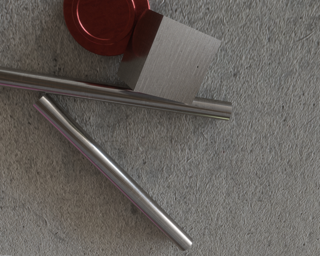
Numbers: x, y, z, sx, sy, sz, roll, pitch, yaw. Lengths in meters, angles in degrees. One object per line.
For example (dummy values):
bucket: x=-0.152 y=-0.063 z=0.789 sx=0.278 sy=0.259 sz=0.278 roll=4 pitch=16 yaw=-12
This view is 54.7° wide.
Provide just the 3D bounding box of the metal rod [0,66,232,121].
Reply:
metal rod: x=-0.059 y=-0.044 z=0.392 sx=0.302 sy=0.025 sz=0.025 roll=8 pitch=110 yaw=-4

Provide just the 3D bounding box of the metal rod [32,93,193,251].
metal rod: x=-0.056 y=0.071 z=0.435 sx=0.025 sy=0.025 sz=0.300 roll=-38 pitch=106 yaw=12

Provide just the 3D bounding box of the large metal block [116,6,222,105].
large metal block: x=0.009 y=-0.079 z=0.350 sx=0.081 sy=0.050 sz=0.079 roll=10 pitch=113 yaw=-36

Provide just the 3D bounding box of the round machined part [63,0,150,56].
round machined part: x=-0.061 y=-0.131 z=0.352 sx=0.099 sy=0.042 sz=0.097 roll=0 pitch=110 yaw=-1
